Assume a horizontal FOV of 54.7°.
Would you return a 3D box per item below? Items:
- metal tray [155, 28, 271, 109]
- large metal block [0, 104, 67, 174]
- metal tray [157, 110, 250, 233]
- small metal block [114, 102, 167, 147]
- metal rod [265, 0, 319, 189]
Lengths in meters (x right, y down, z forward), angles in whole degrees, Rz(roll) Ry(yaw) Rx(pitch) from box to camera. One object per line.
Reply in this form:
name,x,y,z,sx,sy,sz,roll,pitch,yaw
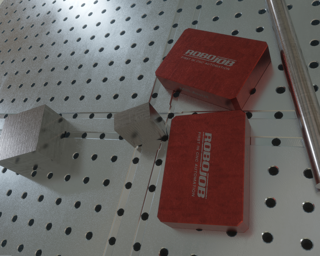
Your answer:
metal tray,0.069,-0.084,0.420,0.130,0.030,0.090,24,74,36
large metal block,-0.200,0.019,0.483,0.080,0.050,0.080,-15,56,19
metal tray,0.052,0.045,0.349,0.090,0.030,0.130,-5,59,25
small metal block,-0.025,-0.003,0.406,0.050,0.050,0.025,-18,55,17
metal rod,0.160,-0.075,0.369,0.025,0.025,0.299,-13,56,21
